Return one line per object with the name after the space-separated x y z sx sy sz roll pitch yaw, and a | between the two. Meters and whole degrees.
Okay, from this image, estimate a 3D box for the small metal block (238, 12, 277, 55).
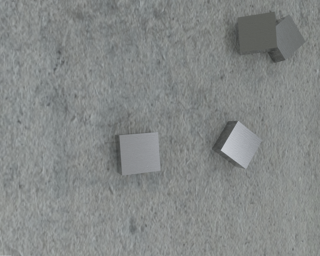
0.141 -0.136 0.449 0.050 0.025 0.050 -4 92 16 | small metal block

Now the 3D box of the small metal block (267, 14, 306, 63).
0.189 -0.138 0.481 0.050 0.025 0.050 -41 103 -16 | small metal block

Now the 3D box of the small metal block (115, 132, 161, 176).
-0.029 0.032 0.399 0.050 0.025 0.050 -4 92 -20 | small metal block

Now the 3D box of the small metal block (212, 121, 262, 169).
0.113 0.024 0.452 0.050 0.025 0.050 36 78 -17 | small metal block
